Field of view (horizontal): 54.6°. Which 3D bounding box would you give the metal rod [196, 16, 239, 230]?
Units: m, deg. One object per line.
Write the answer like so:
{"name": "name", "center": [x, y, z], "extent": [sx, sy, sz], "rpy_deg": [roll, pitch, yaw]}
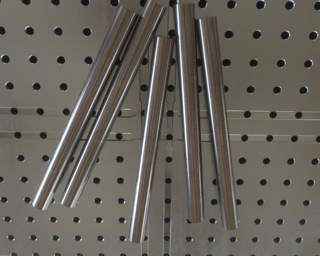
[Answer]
{"name": "metal rod", "center": [0.080, 0.008, 0.417], "extent": [0.025, 0.025, 0.298], "rpy_deg": [-9, 110, 3]}

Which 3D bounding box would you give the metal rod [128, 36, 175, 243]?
{"name": "metal rod", "center": [-0.015, 0.029, 0.424], "extent": [0.025, 0.025, 0.298], "rpy_deg": [7, 110, -3]}

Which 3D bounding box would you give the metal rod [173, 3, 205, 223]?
{"name": "metal rod", "center": [0.041, -0.005, 0.412], "extent": [0.025, 0.025, 0.298], "rpy_deg": [-5, 110, 2]}

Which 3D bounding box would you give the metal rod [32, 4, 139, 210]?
{"name": "metal rod", "center": [-0.105, -0.014, 0.407], "extent": [0.025, 0.025, 0.298], "rpy_deg": [26, 108, -9]}

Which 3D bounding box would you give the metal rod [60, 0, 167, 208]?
{"name": "metal rod", "center": [-0.068, -0.019, 0.406], "extent": [0.025, 0.025, 0.298], "rpy_deg": [24, 108, -9]}
